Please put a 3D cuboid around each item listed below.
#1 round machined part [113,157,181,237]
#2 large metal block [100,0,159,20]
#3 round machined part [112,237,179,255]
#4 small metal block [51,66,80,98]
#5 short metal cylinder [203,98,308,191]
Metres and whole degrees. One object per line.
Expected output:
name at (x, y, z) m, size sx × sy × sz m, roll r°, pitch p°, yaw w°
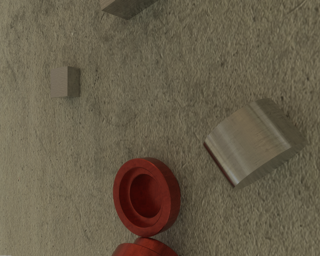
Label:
round machined part at (-0.013, 0.087, 0.402) m, size 0.098 × 0.042 × 0.097 m, roll 0°, pitch 90°, yaw 39°
large metal block at (-0.041, -0.207, 0.420) m, size 0.080 × 0.050 × 0.080 m, roll -18°, pitch 79°, yaw 38°
round machined part at (-0.011, 0.173, 0.382) m, size 0.098 × 0.042 × 0.097 m, roll 17°, pitch 133°, yaw 20°
small metal block at (-0.164, -0.078, 0.537) m, size 0.050 × 0.025 × 0.050 m, roll 1°, pitch 90°, yaw 39°
short metal cylinder at (0.089, 0.017, 0.295) m, size 0.080 × 0.081 × 0.050 m, roll -46°, pitch 63°, yaw 30°
